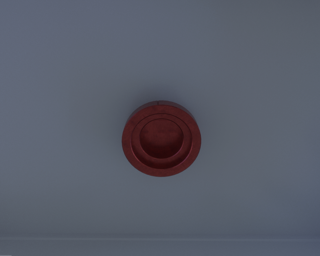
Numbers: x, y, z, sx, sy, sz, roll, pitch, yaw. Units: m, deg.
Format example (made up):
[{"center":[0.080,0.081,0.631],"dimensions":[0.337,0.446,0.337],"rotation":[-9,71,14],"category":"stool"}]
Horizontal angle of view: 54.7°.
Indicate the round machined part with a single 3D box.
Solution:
[{"center":[0.002,0.011,0.402],"dimensions":[0.099,0.042,0.097],"rotation":[0,110,-1],"category":"round machined part"}]
